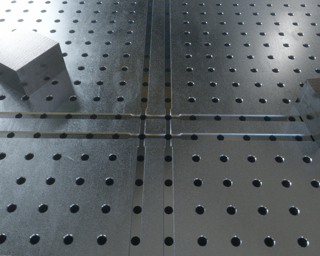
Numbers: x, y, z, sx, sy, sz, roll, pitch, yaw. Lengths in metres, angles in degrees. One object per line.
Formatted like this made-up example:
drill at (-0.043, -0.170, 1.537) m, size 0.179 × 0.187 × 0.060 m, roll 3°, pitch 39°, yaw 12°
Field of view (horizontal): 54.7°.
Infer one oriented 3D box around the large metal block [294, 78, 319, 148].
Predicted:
large metal block at (0.243, -0.024, 0.415) m, size 0.081 × 0.050 × 0.080 m, roll -6°, pitch 50°, yaw -6°

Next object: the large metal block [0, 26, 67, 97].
large metal block at (-0.208, -0.104, 0.476) m, size 0.080 × 0.050 × 0.080 m, roll 27°, pitch 55°, yaw 21°
